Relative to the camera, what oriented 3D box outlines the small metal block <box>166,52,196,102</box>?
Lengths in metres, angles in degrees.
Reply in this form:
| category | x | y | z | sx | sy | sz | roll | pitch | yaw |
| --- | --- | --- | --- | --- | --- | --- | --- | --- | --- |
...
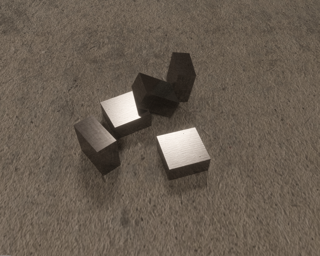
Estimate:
| category | x | y | z | sx | sy | sz | roll | pitch | yaw |
| --- | --- | --- | --- | --- | --- | --- | --- | --- | --- |
| small metal block | 0.029 | -0.073 | 0.447 | 0.025 | 0.050 | 0.050 | 1 | 49 | -12 |

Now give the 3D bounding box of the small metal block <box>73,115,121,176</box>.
| category | x | y | z | sx | sy | sz | roll | pitch | yaw |
| --- | --- | --- | --- | --- | --- | --- | --- | --- | --- |
| small metal block | -0.074 | 0.021 | 0.368 | 0.025 | 0.050 | 0.050 | -33 | 58 | -25 |

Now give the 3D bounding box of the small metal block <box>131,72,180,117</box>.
| category | x | y | z | sx | sy | sz | roll | pitch | yaw |
| --- | --- | --- | --- | --- | --- | --- | --- | --- | --- |
| small metal block | -0.007 | -0.045 | 0.422 | 0.050 | 0.025 | 0.050 | 15 | 34 | -28 |

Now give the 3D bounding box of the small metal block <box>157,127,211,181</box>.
| category | x | y | z | sx | sy | sz | roll | pitch | yaw |
| --- | --- | --- | --- | --- | --- | --- | --- | --- | --- |
| small metal block | 0.027 | 0.031 | 0.378 | 0.050 | 0.025 | 0.050 | -13 | 51 | -11 |

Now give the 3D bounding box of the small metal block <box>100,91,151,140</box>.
| category | x | y | z | sx | sy | sz | roll | pitch | yaw |
| --- | --- | --- | --- | --- | --- | --- | --- | --- | --- |
| small metal block | -0.046 | -0.018 | 0.418 | 0.050 | 0.025 | 0.050 | -22 | 54 | -18 |
